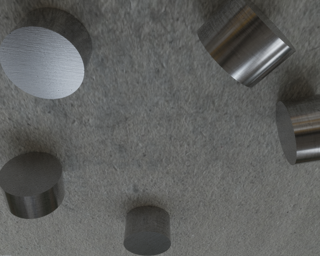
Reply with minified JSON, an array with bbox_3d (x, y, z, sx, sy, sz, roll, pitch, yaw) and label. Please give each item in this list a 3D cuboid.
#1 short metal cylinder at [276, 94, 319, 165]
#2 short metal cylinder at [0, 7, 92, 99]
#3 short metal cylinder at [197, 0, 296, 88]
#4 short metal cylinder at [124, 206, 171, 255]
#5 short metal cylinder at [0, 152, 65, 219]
[{"bbox_3d":[0.178,0.002,0.376,0.050,0.080,0.080,-11,130,8],"label":"short metal cylinder"},{"bbox_3d":[-0.115,-0.077,0.323,0.081,0.050,0.079,0,130,0],"label":"short metal cylinder"},{"bbox_3d":[0.083,-0.086,0.300,0.080,0.080,0.050,31,123,-24],"label":"short metal cylinder"},{"bbox_3d":[-0.022,0.181,0.545,0.081,0.050,0.079,0,130,0],"label":"short metal cylinder"},{"bbox_3d":[-0.178,0.079,0.436,0.081,0.080,0.050,5,130,-5],"label":"short metal cylinder"}]
